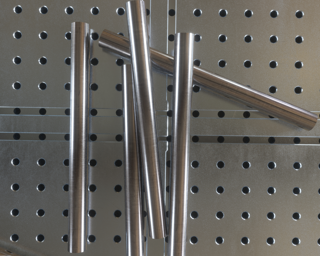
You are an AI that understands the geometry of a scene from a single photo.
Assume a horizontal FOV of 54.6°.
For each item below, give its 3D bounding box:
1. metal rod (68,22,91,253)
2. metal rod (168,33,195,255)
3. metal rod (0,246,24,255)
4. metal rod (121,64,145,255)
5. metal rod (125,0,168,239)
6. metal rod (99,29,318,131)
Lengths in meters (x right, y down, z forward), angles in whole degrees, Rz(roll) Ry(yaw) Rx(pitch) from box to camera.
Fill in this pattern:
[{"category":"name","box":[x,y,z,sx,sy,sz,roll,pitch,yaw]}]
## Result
[{"category":"metal rod","box":[-0.108,0.012,0.412,0.025,0.025,0.298,1,90,0]},{"category":"metal rod","box":[0.026,0.033,0.398,0.025,0.025,0.298,2,96,0]},{"category":"metal rod","box":[-0.165,0.192,0.412,0.301,0.025,0.025,22,90,0]},{"category":"metal rod","box":[-0.035,0.067,0.413,0.025,0.025,0.298,-1,90,0]},{"category":"metal rod","box":[-0.016,-0.005,0.397,0.025,0.025,0.298,-6,96,0]},{"category":"metal rod","box":[0.063,-0.064,0.413,0.301,0.025,0.025,22,90,0]}]
